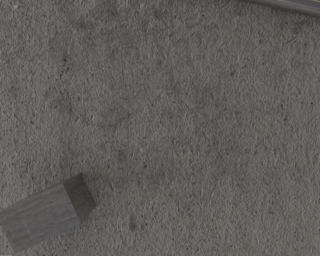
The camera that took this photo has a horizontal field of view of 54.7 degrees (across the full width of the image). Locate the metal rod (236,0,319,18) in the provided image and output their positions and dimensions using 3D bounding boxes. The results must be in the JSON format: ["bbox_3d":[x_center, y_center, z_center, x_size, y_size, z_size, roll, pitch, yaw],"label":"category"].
[{"bbox_3d":[0.106,-0.182,0.410,0.302,0.025,0.025,12,90,0],"label":"metal rod"}]

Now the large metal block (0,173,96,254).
[{"bbox_3d":[-0.134,0.100,0.381,0.080,0.080,0.050,-24,90,0],"label":"large metal block"}]
